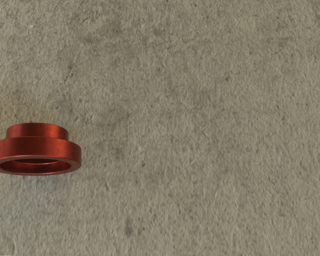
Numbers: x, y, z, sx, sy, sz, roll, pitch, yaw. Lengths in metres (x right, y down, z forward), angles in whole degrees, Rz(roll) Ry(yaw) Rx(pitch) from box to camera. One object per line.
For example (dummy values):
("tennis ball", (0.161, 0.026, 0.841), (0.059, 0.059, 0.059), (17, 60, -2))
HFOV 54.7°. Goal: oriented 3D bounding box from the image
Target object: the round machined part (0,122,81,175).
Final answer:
("round machined part", (-0.142, 0.025, 0.359), (0.099, 0.098, 0.042), (-4, 70, -2))
